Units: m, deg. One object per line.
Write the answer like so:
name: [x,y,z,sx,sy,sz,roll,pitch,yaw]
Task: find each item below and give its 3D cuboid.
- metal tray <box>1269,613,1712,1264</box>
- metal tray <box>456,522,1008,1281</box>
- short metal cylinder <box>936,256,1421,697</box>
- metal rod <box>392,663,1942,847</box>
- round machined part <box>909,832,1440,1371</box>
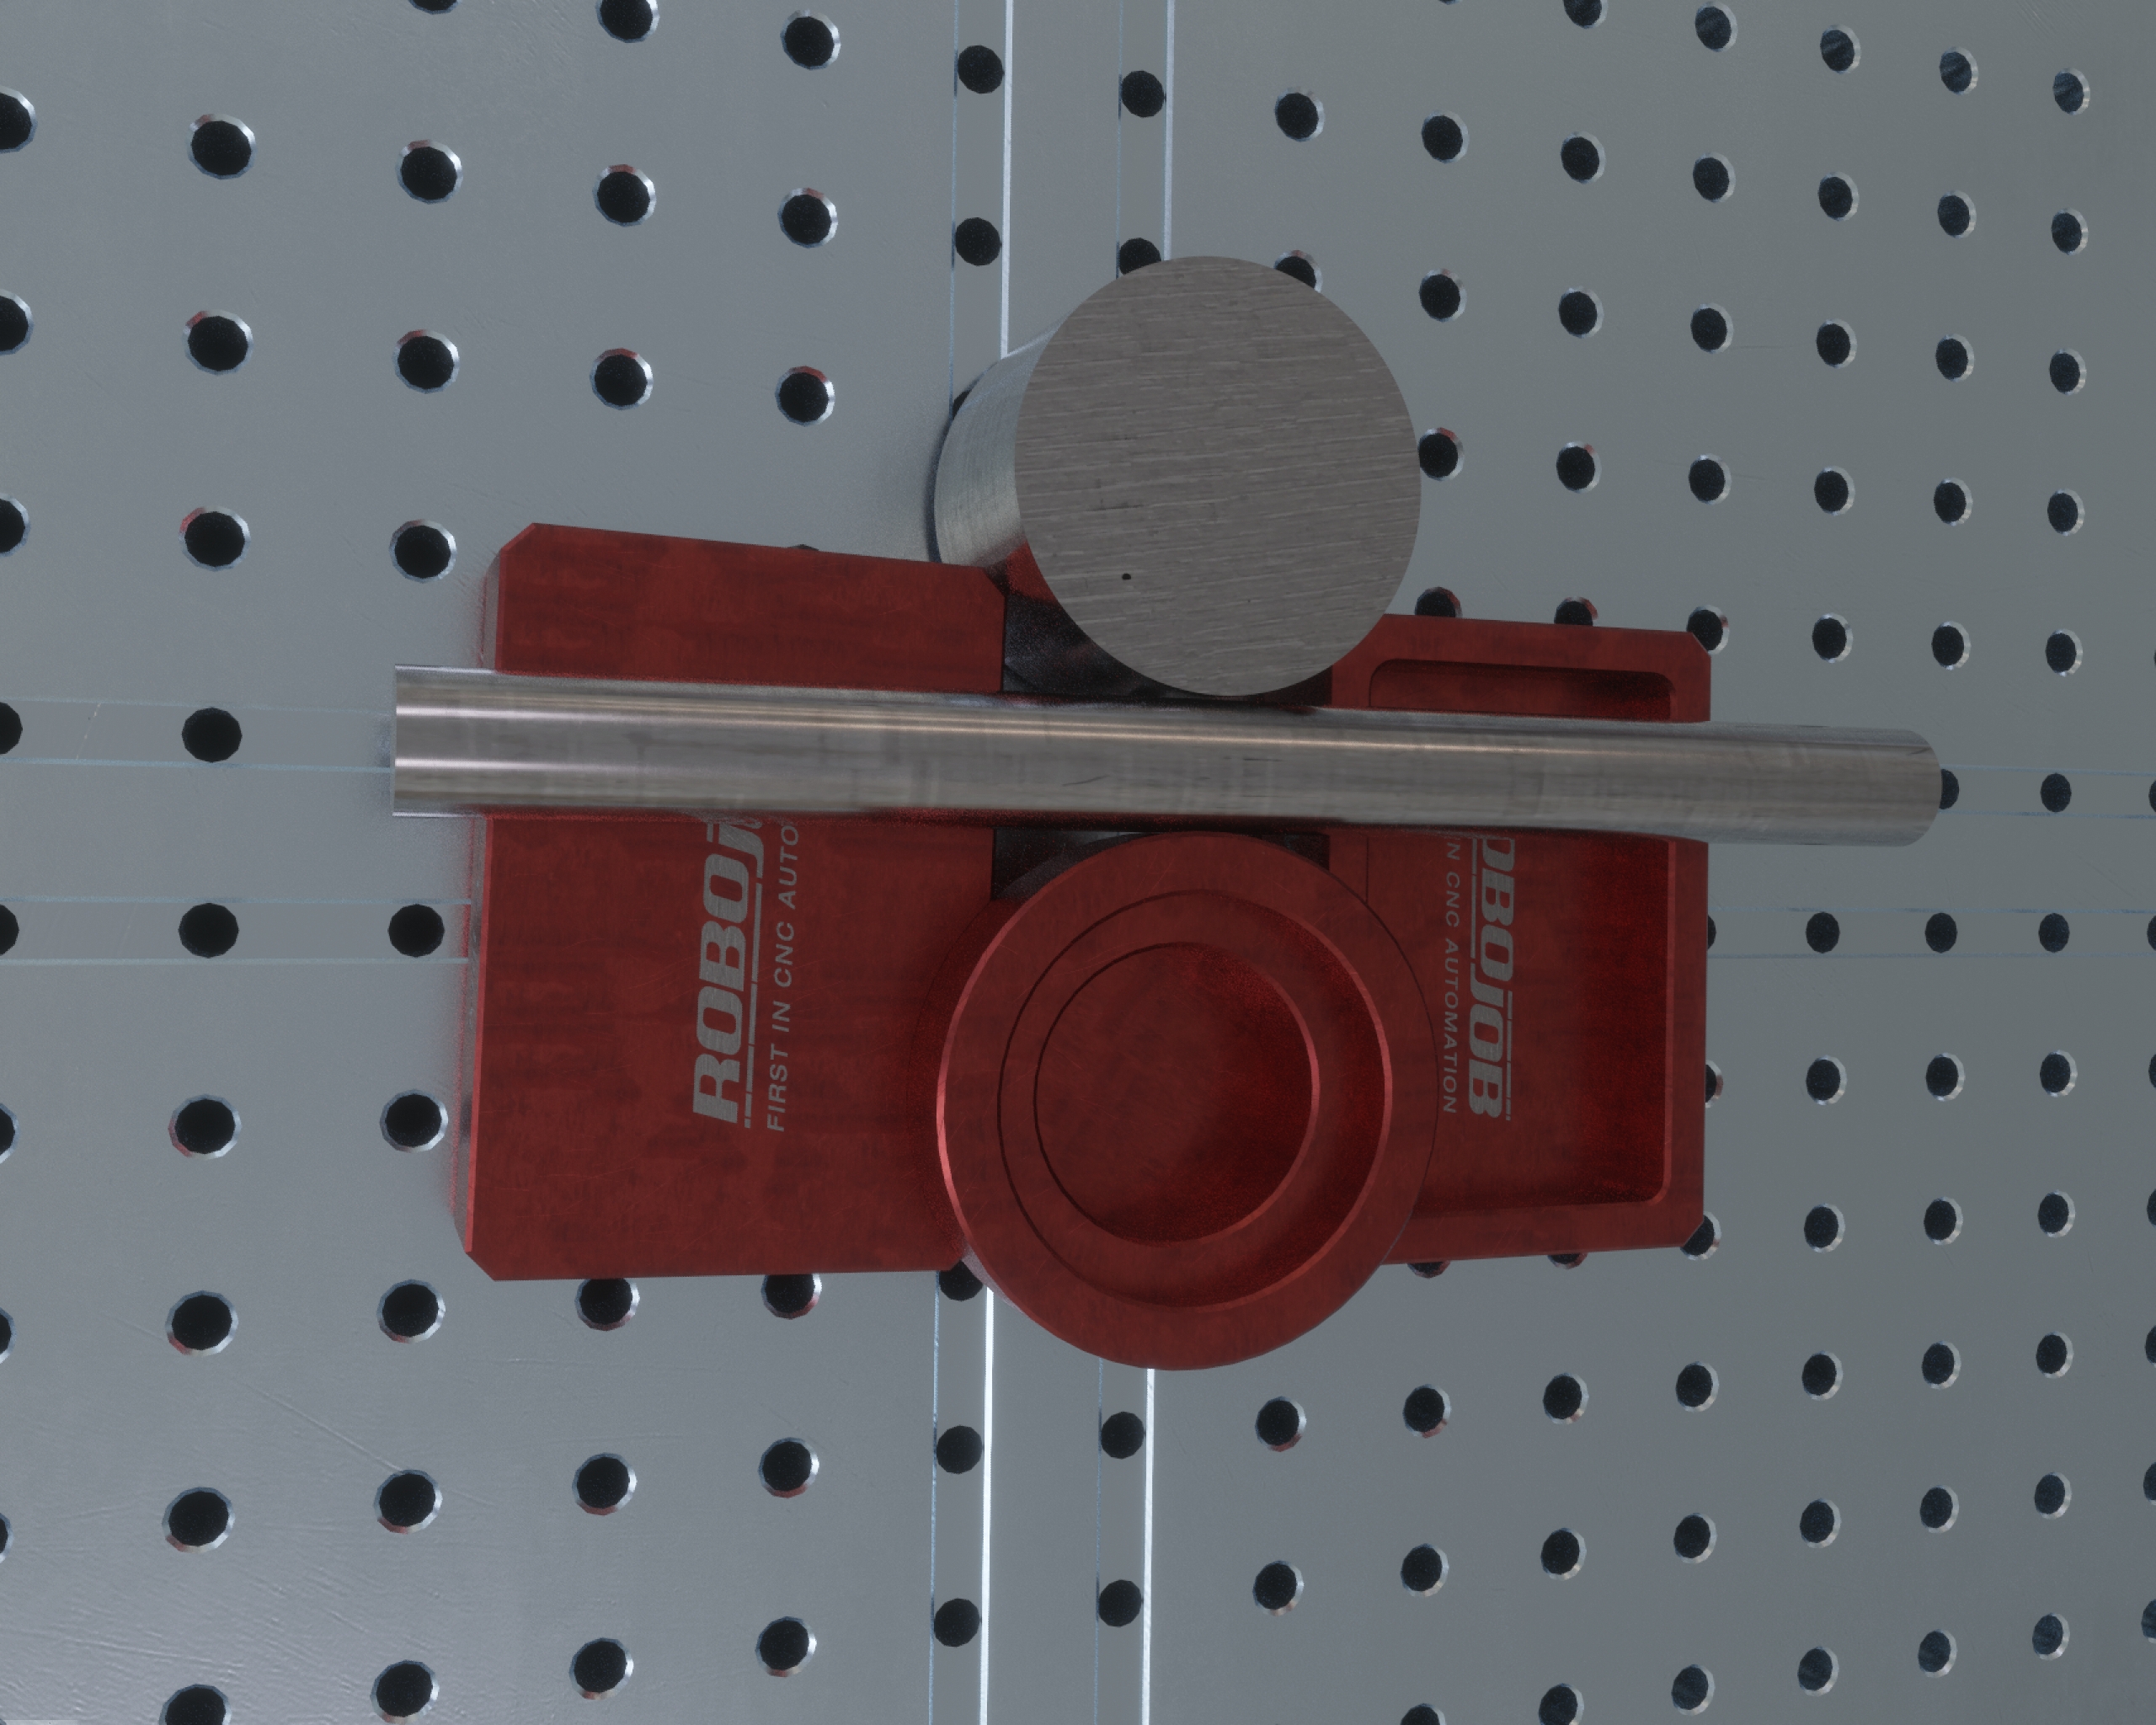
metal tray: [0.086,0.016,0.437,0.091,0.030,0.129,1,90,-20]
metal tray: [-0.063,0.008,0.382,0.091,0.030,0.129,3,89,-20]
short metal cylinder: [0.018,-0.070,0.402,0.081,0.050,0.079,0,90,-20]
metal rod: [0.032,-0.018,0.388,0.303,0.025,0.025,1,90,-20]
round machined part: [0.015,0.043,0.396,0.099,0.042,0.097,0,90,-20]
